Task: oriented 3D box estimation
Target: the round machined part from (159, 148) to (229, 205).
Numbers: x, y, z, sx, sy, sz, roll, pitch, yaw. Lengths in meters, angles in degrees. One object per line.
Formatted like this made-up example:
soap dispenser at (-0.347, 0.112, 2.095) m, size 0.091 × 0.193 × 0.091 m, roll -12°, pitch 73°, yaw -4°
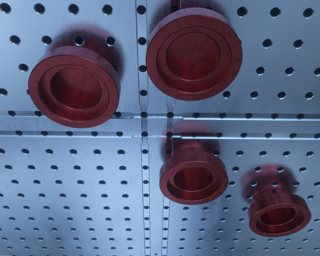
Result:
round machined part at (0.048, 0.067, 0.458) m, size 0.099 × 0.042 × 0.097 m, roll 0°, pitch 130°, yaw 0°

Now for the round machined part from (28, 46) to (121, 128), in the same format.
round machined part at (-0.095, -0.050, 0.357) m, size 0.099 × 0.042 × 0.097 m, roll 0°, pitch 130°, yaw 0°

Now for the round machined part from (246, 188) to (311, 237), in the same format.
round machined part at (0.195, 0.138, 0.519) m, size 0.099 × 0.042 × 0.097 m, roll 0°, pitch 130°, yaw 0°

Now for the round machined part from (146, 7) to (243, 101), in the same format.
round machined part at (0.035, -0.080, 0.332) m, size 0.099 × 0.042 × 0.097 m, roll 0°, pitch 130°, yaw 0°
